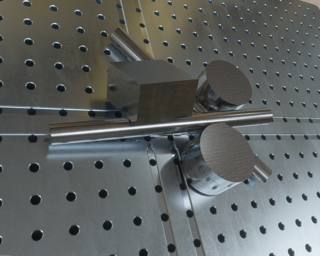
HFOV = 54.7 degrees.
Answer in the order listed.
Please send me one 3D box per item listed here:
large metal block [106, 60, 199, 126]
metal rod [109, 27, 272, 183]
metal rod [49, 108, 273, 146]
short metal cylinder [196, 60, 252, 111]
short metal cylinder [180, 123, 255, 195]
[{"bbox_3d":[-0.012,-0.048,0.387,0.081,0.050,0.080,-11,33,-32],"label":"large metal block"},{"bbox_3d":[0.043,-0.034,0.448,0.300,0.025,0.025,44,51,2],"label":"metal rod"},{"bbox_3d":[0.019,-0.005,0.396,0.303,0.025,0.025,-5,64,-24],"label":"metal rod"},{"bbox_3d":[0.091,-0.056,0.471,0.081,0.050,0.080,14,56,-21],"label":"short metal cylinder"},{"bbox_3d":[0.074,0.041,0.402,0.081,0.050,0.080,14,56,-21],"label":"short metal cylinder"}]
